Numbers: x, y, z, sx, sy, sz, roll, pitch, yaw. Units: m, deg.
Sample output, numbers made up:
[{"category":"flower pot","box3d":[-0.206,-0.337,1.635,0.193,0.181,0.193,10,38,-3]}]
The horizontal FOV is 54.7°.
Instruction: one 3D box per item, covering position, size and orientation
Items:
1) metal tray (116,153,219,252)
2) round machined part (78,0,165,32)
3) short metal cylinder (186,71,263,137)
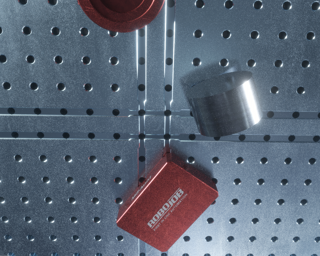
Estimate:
[{"category":"metal tray","box3d":[0.010,0.111,0.452,0.090,0.030,0.129,35,106,-13]},{"category":"round machined part","box3d":[-0.042,-0.159,0.345,0.099,0.042,0.097,0,110,-1]},{"category":"short metal cylinder","box3d":[0.077,-0.030,0.374,0.080,0.080,0.050,-19,109,6]}]
